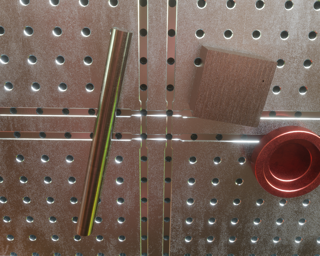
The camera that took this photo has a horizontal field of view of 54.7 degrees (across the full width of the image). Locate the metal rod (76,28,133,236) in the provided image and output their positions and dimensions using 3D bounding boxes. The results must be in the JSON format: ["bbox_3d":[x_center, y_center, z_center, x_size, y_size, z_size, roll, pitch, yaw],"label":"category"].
[{"bbox_3d":[-0.080,0.019,0.419,0.025,0.025,0.298,13,110,-5],"label":"metal rod"}]

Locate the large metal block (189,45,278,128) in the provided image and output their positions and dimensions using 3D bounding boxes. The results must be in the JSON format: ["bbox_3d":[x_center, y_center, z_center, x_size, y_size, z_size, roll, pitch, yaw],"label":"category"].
[{"bbox_3d":[0.086,-0.052,0.382,0.081,0.050,0.079,9,110,-4],"label":"large metal block"}]

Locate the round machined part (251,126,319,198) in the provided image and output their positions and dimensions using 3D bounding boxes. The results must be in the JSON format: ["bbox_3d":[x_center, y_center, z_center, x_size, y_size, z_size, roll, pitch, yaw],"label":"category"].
[{"bbox_3d":[0.173,0.042,0.421,0.099,0.042,0.097,0,110,0],"label":"round machined part"}]
